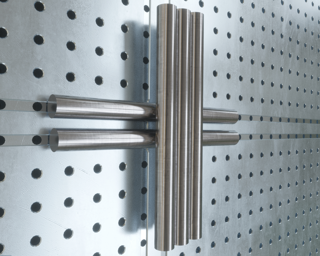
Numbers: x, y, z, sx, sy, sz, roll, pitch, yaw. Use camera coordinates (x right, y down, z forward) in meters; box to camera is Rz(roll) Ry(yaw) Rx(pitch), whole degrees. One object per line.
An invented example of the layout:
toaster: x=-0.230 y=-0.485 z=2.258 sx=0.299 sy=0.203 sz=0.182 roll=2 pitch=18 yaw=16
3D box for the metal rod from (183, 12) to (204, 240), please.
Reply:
metal rod: x=0.045 y=-0.003 z=0.417 sx=0.025 sy=0.025 sz=0.298 roll=1 pitch=90 yaw=-40

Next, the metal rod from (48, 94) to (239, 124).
metal rod: x=0.005 y=-0.020 z=0.415 sx=0.302 sy=0.025 sz=0.025 roll=1 pitch=90 yaw=-40

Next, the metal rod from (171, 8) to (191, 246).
metal rod: x=0.026 y=-0.002 z=0.401 sx=0.025 sy=0.025 sz=0.298 roll=1 pitch=90 yaw=-40

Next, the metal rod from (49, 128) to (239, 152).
metal rod: x=0.006 y=0.014 z=0.417 sx=0.302 sy=0.025 sz=0.025 roll=1 pitch=90 yaw=-40

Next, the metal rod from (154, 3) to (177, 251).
metal rod: x=0.007 y=-0.001 z=0.385 sx=0.025 sy=0.025 sz=0.298 roll=1 pitch=90 yaw=-40
